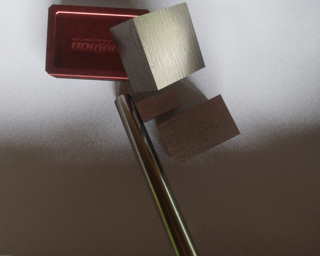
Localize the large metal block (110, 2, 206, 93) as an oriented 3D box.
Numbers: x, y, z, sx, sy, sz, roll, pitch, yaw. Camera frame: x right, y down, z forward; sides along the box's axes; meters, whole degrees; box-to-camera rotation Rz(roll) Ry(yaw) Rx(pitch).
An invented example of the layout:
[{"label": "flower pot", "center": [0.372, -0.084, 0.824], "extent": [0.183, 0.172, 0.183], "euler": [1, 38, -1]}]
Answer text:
[{"label": "large metal block", "center": [-0.001, -0.096, 0.371], "extent": [0.081, 0.050, 0.080], "euler": [-31, 110, -33]}]

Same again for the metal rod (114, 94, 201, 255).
[{"label": "metal rod", "center": [0.007, 0.084, 0.345], "extent": [0.025, 0.025, 0.299], "euler": [-24, 63, 0]}]

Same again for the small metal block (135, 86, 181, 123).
[{"label": "small metal block", "center": [-0.003, -0.029, 0.399], "extent": [0.050, 0.050, 0.025], "euler": [-25, 90, 0]}]

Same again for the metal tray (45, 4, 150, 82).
[{"label": "metal tray", "center": [-0.078, -0.109, 0.407], "extent": [0.131, 0.030, 0.089], "euler": [3, 90, -1]}]

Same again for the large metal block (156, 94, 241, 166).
[{"label": "large metal block", "center": [0.043, 0.002, 0.385], "extent": [0.080, 0.080, 0.050], "euler": [-27, 90, 0]}]
